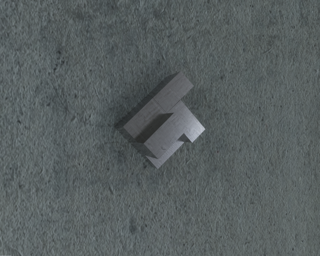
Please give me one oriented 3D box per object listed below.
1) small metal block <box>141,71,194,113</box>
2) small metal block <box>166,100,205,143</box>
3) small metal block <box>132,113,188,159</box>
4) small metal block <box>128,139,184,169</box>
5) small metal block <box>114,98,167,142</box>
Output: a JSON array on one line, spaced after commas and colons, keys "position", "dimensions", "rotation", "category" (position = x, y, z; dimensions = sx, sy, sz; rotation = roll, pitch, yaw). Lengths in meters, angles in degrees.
[{"position": [0.008, -0.044, 0.401], "dimensions": [0.050, 0.050, 0.025], "rotation": [-45, 105, -15], "category": "small metal block"}, {"position": [0.024, -0.008, 0.407], "dimensions": [0.025, 0.050, 0.050], "rotation": [-45, 105, -14], "category": "small metal block"}, {"position": [-0.001, 0.009, 0.371], "dimensions": [0.050, 0.050, 0.025], "rotation": [-45, 105, -15], "category": "small metal block"}, {"position": [-0.006, 0.018, 0.409], "dimensions": [0.050, 0.025, 0.050], "rotation": [-44, 104, -15], "category": "small metal block"}, {"position": [-0.026, -0.010, 0.388], "dimensions": [0.050, 0.050, 0.025], "rotation": [-45, 105, -15], "category": "small metal block"}]
